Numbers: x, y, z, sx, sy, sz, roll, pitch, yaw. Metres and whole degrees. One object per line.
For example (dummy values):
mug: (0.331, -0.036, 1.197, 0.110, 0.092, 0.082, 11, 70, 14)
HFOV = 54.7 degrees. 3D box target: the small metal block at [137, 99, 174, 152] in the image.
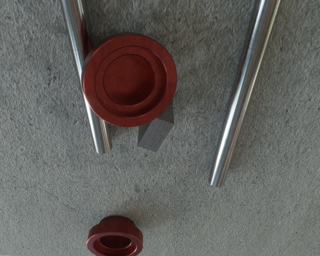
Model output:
small metal block: (-0.006, -0.007, 0.385, 0.025, 0.050, 0.050, 20, 127, -16)

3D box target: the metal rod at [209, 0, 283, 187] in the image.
metal rod: (0.097, -0.032, 0.381, 0.025, 0.025, 0.298, 3, 130, -3)

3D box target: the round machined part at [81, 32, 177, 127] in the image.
round machined part: (-0.035, -0.053, 0.335, 0.099, 0.042, 0.097, -8, 115, -17)

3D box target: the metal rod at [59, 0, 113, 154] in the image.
metal rod: (-0.083, -0.087, 0.332, 0.025, 0.025, 0.298, -2, 130, 1)

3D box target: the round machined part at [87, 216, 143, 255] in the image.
round machined part: (-0.080, 0.196, 0.562, 0.099, 0.042, 0.097, 0, 130, 0)
